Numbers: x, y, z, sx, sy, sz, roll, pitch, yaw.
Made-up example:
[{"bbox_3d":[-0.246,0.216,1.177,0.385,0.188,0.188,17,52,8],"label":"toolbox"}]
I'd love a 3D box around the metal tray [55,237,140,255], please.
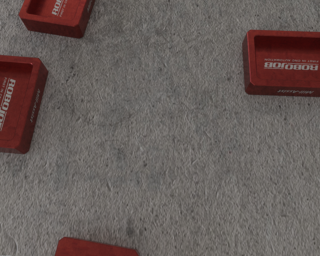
[{"bbox_3d":[-0.078,0.192,0.334,0.090,0.030,0.130,10,70,3],"label":"metal tray"}]

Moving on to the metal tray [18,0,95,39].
[{"bbox_3d":[-0.150,-0.207,0.479,0.090,0.030,0.130,10,70,3],"label":"metal tray"}]

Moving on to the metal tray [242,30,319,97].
[{"bbox_3d":[0.188,-0.092,0.440,0.131,0.030,0.090,2,70,0],"label":"metal tray"}]

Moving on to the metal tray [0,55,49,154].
[{"bbox_3d":[-0.212,-0.034,0.416,0.091,0.030,0.130,5,70,1],"label":"metal tray"}]
